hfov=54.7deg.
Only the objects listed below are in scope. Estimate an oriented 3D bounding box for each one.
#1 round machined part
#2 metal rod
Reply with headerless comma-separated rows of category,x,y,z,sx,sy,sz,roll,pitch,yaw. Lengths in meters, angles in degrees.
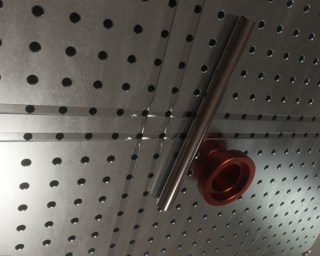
round machined part,0.103,0.076,0.506,0.099,0.042,0.097,-14,125,-21
metal rod,0.059,-0.006,0.441,0.025,0.025,0.298,8,114,-32
